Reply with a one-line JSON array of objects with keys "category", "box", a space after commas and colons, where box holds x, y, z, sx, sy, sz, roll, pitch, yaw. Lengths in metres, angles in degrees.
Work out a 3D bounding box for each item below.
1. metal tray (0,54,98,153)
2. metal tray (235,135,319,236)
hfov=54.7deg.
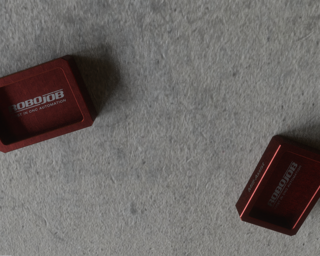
[{"category": "metal tray", "box": [-0.158, -0.030, 0.393, 0.131, 0.030, 0.090, -17, 110, 5]}, {"category": "metal tray", "box": [0.177, 0.084, 0.440, 0.091, 0.030, 0.129, 19, 109, -8]}]
